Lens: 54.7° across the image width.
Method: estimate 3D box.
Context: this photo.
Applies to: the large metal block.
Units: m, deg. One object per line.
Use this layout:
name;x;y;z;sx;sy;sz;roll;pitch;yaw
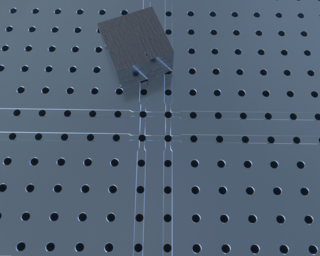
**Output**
large metal block;-0.034;-0.114;0.440;0.080;0.050;0.080;-20;72;-8
